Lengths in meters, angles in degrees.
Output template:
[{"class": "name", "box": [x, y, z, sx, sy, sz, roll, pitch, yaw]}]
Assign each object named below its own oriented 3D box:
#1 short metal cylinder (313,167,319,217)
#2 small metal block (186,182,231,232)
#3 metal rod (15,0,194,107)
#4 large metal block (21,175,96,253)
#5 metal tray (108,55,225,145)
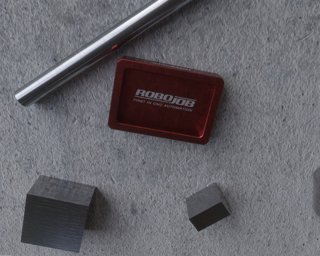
[{"class": "short metal cylinder", "box": [0.251, 0.089, 0.417, 0.080, 0.080, 0.050, -9, 110, 3]}, {"class": "small metal block", "box": [0.067, 0.111, 0.438, 0.050, 0.050, 0.025, -32, 107, 11]}, {"class": "metal rod", "box": [-0.047, -0.111, 0.368, 0.300, 0.025, 0.025, -30, 108, 10]}, {"class": "large metal block", "box": [-0.143, 0.121, 0.439, 0.081, 0.050, 0.079, 13, 110, -5]}, {"class": "metal tray", "box": [0.006, -0.034, 0.394, 0.131, 0.030, 0.089, 10, 110, -5]}]
